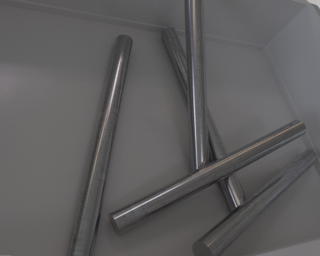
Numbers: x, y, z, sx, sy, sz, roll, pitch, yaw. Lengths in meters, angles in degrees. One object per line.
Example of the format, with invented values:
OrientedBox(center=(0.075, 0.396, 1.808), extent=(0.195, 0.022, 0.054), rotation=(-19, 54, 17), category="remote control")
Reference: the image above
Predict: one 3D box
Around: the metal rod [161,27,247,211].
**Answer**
OrientedBox(center=(0.059, -0.025, 0.451), extent=(0.025, 0.025, 0.299), rotation=(-5, 64, -31), category="metal rod")

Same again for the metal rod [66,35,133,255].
OrientedBox(center=(-0.064, -0.003, 0.372), extent=(0.025, 0.025, 0.300), rotation=(18, 55, -18), category="metal rod")

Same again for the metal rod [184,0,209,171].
OrientedBox(center=(0.047, -0.093, 0.407), extent=(0.025, 0.025, 0.298), rotation=(-1, 88, -29), category="metal rod")

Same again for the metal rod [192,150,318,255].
OrientedBox(center=(0.144, 0.085, 0.405), extent=(0.302, 0.025, 0.025), rotation=(-20, 72, -44), category="metal rod")

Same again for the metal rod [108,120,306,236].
OrientedBox(center=(0.078, 0.050, 0.387), extent=(0.302, 0.025, 0.025), rotation=(-22, 73, -27), category="metal rod")
